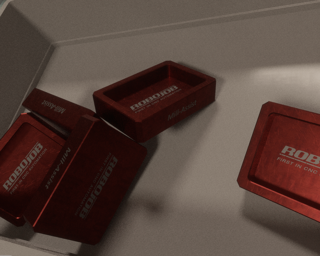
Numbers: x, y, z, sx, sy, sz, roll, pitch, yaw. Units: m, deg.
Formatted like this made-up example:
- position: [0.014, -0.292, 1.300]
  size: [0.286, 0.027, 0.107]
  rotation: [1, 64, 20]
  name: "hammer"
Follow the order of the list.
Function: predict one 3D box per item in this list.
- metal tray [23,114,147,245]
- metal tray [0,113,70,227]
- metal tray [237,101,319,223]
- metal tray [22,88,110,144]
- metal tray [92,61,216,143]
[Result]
- position: [-0.080, 0.061, 0.355]
  size: [0.030, 0.090, 0.130]
  rotation: [19, 78, 46]
  name: "metal tray"
- position: [-0.183, 0.054, 0.418]
  size: [0.130, 0.090, 0.030]
  rotation: [-53, 12, -3]
  name: "metal tray"
- position: [0.146, 0.035, 0.281]
  size: [0.130, 0.030, 0.089]
  rotation: [21, 97, 35]
  name: "metal tray"
- position: [-0.117, -0.005, 0.425]
  size: [0.130, 0.090, 0.030]
  rotation: [20, 72, 35]
  name: "metal tray"
- position: [-0.005, -0.040, 0.388]
  size: [0.131, 0.030, 0.090]
  rotation: [-30, 44, -32]
  name: "metal tray"
